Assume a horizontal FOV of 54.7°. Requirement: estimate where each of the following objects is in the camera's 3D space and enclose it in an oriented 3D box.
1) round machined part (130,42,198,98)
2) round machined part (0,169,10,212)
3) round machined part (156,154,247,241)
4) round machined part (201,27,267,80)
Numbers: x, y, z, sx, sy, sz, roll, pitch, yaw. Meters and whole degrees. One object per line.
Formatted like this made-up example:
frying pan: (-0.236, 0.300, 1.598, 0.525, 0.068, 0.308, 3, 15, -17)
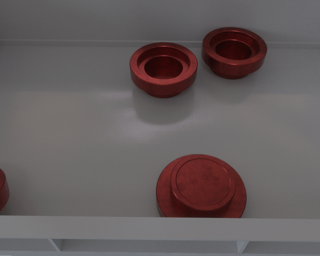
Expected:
round machined part: (0.005, -0.082, 0.463, 0.099, 0.042, 0.098, 0, 50, 0)
round machined part: (-0.205, 0.079, 0.311, 0.099, 0.042, 0.098, 0, 26, 0)
round machined part: (0.045, 0.068, 0.337, 0.099, 0.042, 0.098, 0, 50, 0)
round machined part: (0.115, -0.115, 0.491, 0.099, 0.042, 0.098, 0, 50, 0)
